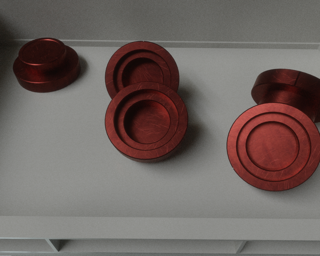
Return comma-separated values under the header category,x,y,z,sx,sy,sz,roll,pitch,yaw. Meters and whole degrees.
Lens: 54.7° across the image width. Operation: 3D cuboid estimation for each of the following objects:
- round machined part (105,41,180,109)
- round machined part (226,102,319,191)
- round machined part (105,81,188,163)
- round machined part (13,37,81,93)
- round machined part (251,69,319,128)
category,x,y,z,sx,sy,sz,roll,pitch,yaw
round machined part,-0.023,-0.068,0.428,0.099,0.097,0.042,2,10,1
round machined part,0.129,0.021,0.357,0.098,0.042,0.097,0,89,17
round machined part,-0.015,-0.005,0.383,0.099,0.042,0.098,-1,73,2
round machined part,-0.176,-0.103,0.478,0.099,0.042,0.098,0,50,0
round machined part,0.162,-0.029,0.390,0.098,0.098,0.042,22,76,17
